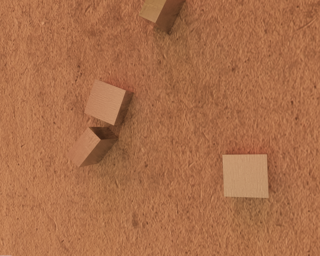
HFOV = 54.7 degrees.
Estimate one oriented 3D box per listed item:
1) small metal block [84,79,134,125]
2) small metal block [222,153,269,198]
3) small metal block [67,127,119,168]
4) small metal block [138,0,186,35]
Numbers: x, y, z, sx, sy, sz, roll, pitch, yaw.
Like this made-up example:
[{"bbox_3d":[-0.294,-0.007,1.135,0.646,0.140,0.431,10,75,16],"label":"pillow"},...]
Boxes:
[{"bbox_3d":[-0.071,-0.036,0.434,0.050,0.025,0.050,22,97,18],"label":"small metal block"},{"bbox_3d":[0.103,0.056,0.372,0.050,0.025,0.050,-2,89,20],"label":"small metal block"},{"bbox_3d":[-0.092,0.025,0.428,0.025,0.050,0.050,44,104,15],"label":"small metal block"},{"bbox_3d":[0.004,-0.154,0.394,0.025,0.050,0.050,30,100,17],"label":"small metal block"}]
